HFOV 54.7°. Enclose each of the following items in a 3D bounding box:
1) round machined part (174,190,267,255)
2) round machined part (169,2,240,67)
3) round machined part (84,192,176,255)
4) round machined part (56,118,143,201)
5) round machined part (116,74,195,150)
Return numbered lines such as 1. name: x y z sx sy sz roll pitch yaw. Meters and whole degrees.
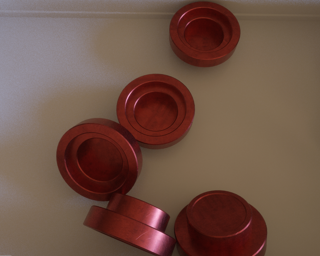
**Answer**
1. round machined part: 0.064 0.105 0.334 0.099 0.042 0.098 -6 29 4
2. round machined part: 0.062 -0.130 0.448 0.099 0.042 0.098 0 70 0
3. round machined part: -0.028 0.103 0.333 0.098 0.098 0.042 20 68 7
4. round machined part: -0.068 0.034 0.370 0.098 0.042 0.097 4 109 11
5. round machined part: -0.005 -0.018 0.407 0.099 0.042 0.098 0 70 0
